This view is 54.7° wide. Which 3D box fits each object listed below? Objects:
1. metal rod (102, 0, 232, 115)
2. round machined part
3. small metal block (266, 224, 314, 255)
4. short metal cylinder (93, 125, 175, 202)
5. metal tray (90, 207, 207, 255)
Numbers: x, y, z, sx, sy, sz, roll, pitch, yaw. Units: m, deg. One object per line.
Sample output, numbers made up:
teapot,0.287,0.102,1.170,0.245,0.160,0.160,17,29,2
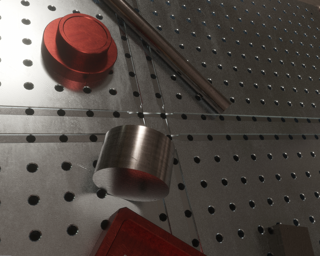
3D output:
metal rod,-0.004,-0.135,0.489,0.300,0.025,0.025,45,51,2
round machined part,-0.103,-0.112,0.411,0.099,0.042,0.098,14,56,-21
small metal block,0.173,0.157,0.408,0.050,0.025,0.050,13,56,-21
short metal cylinder,-0.026,0.040,0.335,0.080,0.080,0.050,21,54,-16
metal tray,-0.008,0.151,0.309,0.130,0.030,0.090,33,51,-7
